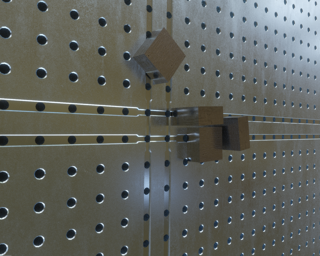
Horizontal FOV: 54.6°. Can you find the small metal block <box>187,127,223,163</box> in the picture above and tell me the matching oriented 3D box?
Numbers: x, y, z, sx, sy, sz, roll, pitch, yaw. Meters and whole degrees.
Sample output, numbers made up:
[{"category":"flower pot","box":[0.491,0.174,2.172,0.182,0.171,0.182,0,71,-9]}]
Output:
[{"category":"small metal block","box":[0.067,0.024,0.464,0.050,0.025,0.050,-2,91,-40]}]

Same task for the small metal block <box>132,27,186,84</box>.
[{"category":"small metal block","box":[0.000,-0.094,0.408,0.050,0.025,0.050,46,63,-30]}]

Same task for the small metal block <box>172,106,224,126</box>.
[{"category":"small metal block","box":[0.053,-0.017,0.436,0.050,0.050,0.025,-4,93,-40]}]

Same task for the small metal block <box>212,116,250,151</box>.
[{"category":"small metal block","box":[0.110,0.008,0.484,0.025,0.050,0.050,-9,96,-40]}]
